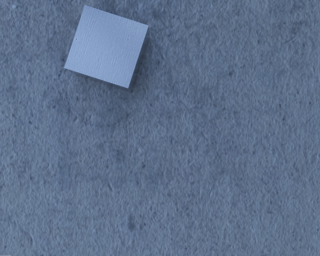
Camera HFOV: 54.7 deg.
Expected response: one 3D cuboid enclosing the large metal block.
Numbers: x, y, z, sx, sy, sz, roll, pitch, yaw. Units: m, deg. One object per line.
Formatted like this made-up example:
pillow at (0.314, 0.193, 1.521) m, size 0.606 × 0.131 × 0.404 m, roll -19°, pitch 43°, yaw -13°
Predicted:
large metal block at (-0.064, -0.098, 0.397) m, size 0.080 × 0.050 × 0.080 m, roll 18°, pitch 90°, yaw -1°
